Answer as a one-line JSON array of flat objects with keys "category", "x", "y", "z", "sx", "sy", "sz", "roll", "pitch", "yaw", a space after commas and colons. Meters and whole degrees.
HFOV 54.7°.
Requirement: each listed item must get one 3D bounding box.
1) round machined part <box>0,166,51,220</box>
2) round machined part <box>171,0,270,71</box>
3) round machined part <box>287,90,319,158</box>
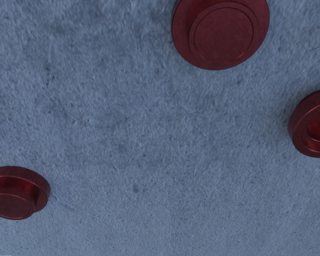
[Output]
[{"category": "round machined part", "x": -0.227, "y": 0.107, "z": 0.484, "sx": 0.099, "sy": 0.042, "sz": 0.097, "roll": -1, "pitch": 130, "yaw": 0}, {"category": "round machined part", "x": 0.061, "y": -0.100, "z": 0.312, "sx": 0.099, "sy": 0.042, "sz": 0.097, "roll": -1, "pitch": 130, "yaw": 0}, {"category": "round machined part", "x": 0.211, "y": -0.011, "z": 0.390, "sx": 0.099, "sy": 0.042, "sz": 0.097, "roll": -1, "pitch": 130, "yaw": 0}]
